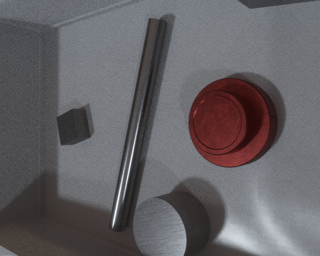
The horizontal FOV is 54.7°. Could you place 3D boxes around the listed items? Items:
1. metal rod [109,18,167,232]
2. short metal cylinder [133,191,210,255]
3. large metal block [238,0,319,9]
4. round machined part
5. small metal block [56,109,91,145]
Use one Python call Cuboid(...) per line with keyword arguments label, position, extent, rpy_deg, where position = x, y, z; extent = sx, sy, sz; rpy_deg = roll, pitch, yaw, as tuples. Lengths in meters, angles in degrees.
Cuboid(label="metal rod", position=(-0.033, 0.003, 0.431), extent=(0.025, 0.025, 0.298), rpy_deg=(19, 102, 38))
Cuboid(label="short metal cylinder", position=(0.014, 0.121, 0.378), extent=(0.080, 0.050, 0.079), rpy_deg=(0, 90, 39))
Cuboid(label="large metal block", position=(0.107, -0.150, 0.282), extent=(0.080, 0.081, 0.050), rpy_deg=(9, 96, 39))
Cuboid(label="round machined part", position=(0.071, -0.006, 0.336), extent=(0.098, 0.042, 0.097), rpy_deg=(0, 90, 39))
Cuboid(label="small metal block", position=(-0.147, -0.001, 0.525), extent=(0.050, 0.025, 0.050), rpy_deg=(-20, 77, 38))
